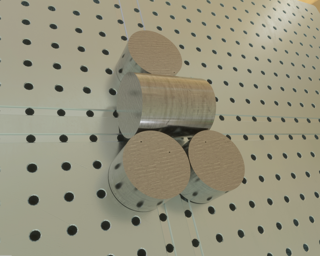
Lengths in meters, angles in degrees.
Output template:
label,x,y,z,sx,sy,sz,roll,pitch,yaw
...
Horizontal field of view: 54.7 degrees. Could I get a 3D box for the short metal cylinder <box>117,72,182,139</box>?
label,x,y,z,sx,sy,sz,roll,pitch,yaw
short metal cylinder,-0.016,-0.027,0.383,0.050,0.080,0.080,0,62,-29

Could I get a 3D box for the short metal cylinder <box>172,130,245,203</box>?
label,x,y,z,sx,sy,sz,roll,pitch,yaw
short metal cylinder,0.059,0.049,0.394,0.081,0.050,0.080,14,56,-21

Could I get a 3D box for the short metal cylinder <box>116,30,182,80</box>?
label,x,y,z,sx,sy,sz,roll,pitch,yaw
short metal cylinder,-0.016,-0.091,0.440,0.081,0.050,0.080,14,56,-21

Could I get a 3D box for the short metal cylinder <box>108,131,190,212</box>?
label,x,y,z,sx,sy,sz,roll,pitch,yaw
short metal cylinder,-0.013,0.050,0.355,0.081,0.050,0.080,14,56,-21

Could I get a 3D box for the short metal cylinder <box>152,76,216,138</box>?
label,x,y,z,sx,sy,sz,roll,pitch,yaw
short metal cylinder,0.028,-0.027,0.407,0.050,0.080,0.080,0,62,-29
